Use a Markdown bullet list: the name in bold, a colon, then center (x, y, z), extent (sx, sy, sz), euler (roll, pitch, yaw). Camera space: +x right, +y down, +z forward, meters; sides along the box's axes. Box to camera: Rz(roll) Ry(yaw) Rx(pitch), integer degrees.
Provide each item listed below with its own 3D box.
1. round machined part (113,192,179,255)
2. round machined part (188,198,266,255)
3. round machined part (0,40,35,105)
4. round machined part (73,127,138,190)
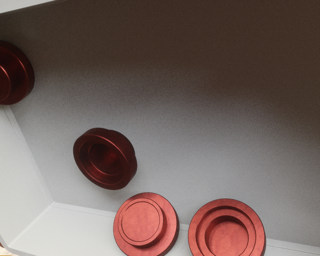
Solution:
- **round machined part**: center (-0.023, 0.142, 0.458), extent (0.098, 0.098, 0.042), euler (13, 155, 21)
- **round machined part**: center (0.090, 0.148, 0.413), extent (0.098, 0.098, 0.042), euler (5, 148, 25)
- **round machined part**: center (-0.244, -0.078, 0.462), extent (0.099, 0.042, 0.097), euler (4, 119, 7)
- **round machined part**: center (-0.077, 0.042, 0.464), extent (0.098, 0.042, 0.097), euler (13, 124, 21)
